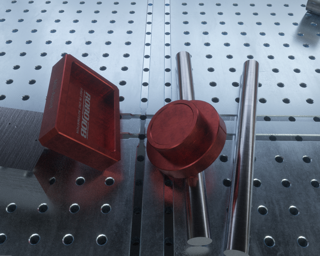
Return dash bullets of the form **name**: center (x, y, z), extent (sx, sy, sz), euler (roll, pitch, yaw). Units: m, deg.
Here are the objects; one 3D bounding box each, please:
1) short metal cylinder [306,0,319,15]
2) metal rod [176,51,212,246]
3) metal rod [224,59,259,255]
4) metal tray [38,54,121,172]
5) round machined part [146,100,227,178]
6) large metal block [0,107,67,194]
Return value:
- **short metal cylinder**: center (0.324, -0.256, 0.592), extent (0.050, 0.080, 0.080), euler (32, 57, 23)
- **metal rod**: center (0.039, 0.000, 0.408), extent (0.025, 0.025, 0.300), euler (0, 50, -1)
- **metal rod**: center (0.110, 0.013, 0.398), extent (0.025, 0.025, 0.300), euler (11, 51, 8)
- **metal tray**: center (-0.093, -0.021, 0.383), extent (0.030, 0.090, 0.130), euler (-33, 44, 27)
- **round machined part**: center (0.024, 0.006, 0.363), extent (0.098, 0.042, 0.098), euler (-22, 46, 24)
- **large metal block**: center (-0.164, 0.025, 0.368), extent (0.080, 0.050, 0.080), euler (8, 50, 6)
